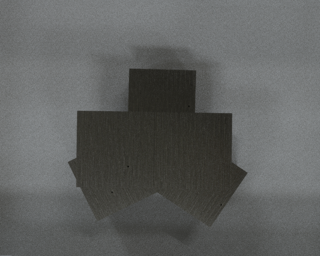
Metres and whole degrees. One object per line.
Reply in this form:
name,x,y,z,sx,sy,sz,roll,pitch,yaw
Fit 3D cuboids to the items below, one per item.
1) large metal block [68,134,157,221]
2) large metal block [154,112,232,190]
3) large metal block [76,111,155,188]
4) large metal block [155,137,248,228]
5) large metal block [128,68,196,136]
large metal block,-0.057,0.059,0.397,0.080,0.050,0.080,-26,90,0
large metal block,0.034,0.024,0.346,0.081,0.050,0.080,1,90,0
large metal block,-0.046,0.022,0.347,0.081,0.050,0.080,1,90,0
large metal block,0.050,0.064,0.396,0.080,0.050,0.080,34,90,0
large metal block,0.002,-0.031,0.397,0.081,0.050,0.080,2,90,0
